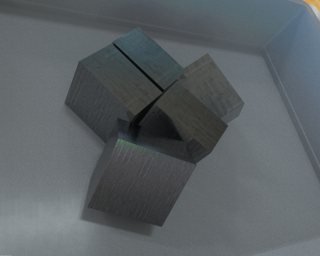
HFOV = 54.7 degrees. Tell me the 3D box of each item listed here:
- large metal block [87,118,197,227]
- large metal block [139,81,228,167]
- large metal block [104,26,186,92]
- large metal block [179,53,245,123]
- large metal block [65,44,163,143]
[{"bbox_3d":[-0.021,0.046,0.322,0.080,0.079,0.050,20,19,-17],"label":"large metal block"},{"bbox_3d":[0.020,0.004,0.378,0.080,0.080,0.050,41,51,-1],"label":"large metal block"},{"bbox_3d":[-0.027,-0.065,0.394,0.080,0.080,0.050,44,51,1],"label":"large metal block"},{"bbox_3d":[0.067,-0.043,0.424,0.050,0.080,0.080,-33,77,3],"label":"large metal block"},{"bbox_3d":[-0.057,-0.035,0.361,0.080,0.080,0.050,44,51,2],"label":"large metal block"}]
